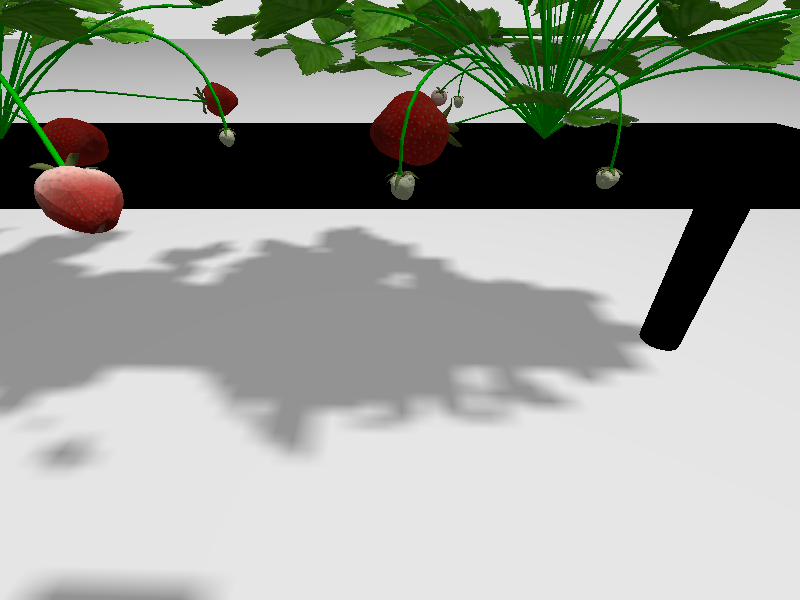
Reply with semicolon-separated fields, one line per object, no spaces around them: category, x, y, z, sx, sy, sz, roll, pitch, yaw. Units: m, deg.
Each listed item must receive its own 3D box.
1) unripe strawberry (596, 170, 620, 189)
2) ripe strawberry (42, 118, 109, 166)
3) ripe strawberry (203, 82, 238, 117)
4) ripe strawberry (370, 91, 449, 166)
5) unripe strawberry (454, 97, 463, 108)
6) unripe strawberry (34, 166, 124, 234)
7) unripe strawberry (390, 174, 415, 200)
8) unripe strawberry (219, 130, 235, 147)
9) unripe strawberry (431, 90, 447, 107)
unripe strawberry;0.105;-0.061;0.204;0.011;0.010;0.010;3;35;5
ripe strawberry;-0.205;-0.101;0.256;0.034;0.029;0.034;21;40;26
ripe strawberry;-0.182;-0.205;0.409;0.032;0.031;0.030;-21;40;-28
ripe strawberry;0.005;-0.108;0.255;0.049;0.042;0.049;-22;40;-27
unripe strawberry;0.062;-0.212;0.429;0.011;0.011;0.010;-15;37;-20
unripe strawberry;-0.138;-0.043;0.176;0.031;0.031;0.027;-31;-11;-37
unripe strawberry;0.001;-0.059;0.211;0.015;0.013;0.013;25;42;32
unripe strawberry;-0.120;-0.112;0.278;0.010;0.011;0.011;9;35;13
unripe strawberry;0.044;-0.228;0.453;0.019;0.017;0.017;-16;-20;-22
